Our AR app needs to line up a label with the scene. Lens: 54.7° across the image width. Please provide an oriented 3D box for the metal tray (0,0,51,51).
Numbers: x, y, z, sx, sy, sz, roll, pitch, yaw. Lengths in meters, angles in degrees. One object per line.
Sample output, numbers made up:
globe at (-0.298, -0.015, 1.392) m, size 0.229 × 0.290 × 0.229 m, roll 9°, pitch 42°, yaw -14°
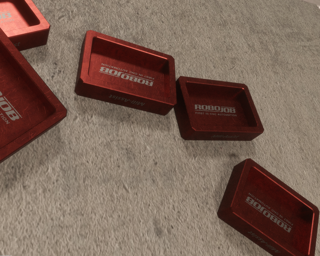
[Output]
metal tray at (-0.211, -0.127, 0.364) m, size 0.131 × 0.030 × 0.090 m, roll -30°, pitch 79°, yaw -38°

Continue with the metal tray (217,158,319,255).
metal tray at (0.148, 0.113, 0.413) m, size 0.130 × 0.030 × 0.090 m, roll 36°, pitch 51°, yaw -5°

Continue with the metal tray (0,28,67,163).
metal tray at (-0.171, -0.038, 0.310) m, size 0.130 × 0.030 × 0.090 m, roll 53°, pitch 53°, yaw -9°

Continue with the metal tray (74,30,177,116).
metal tray at (-0.043, -0.074, 0.423) m, size 0.131 × 0.030 × 0.090 m, roll 12°, pitch 56°, yaw -22°

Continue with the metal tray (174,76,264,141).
metal tray at (0.086, -0.027, 0.465) m, size 0.131 × 0.030 × 0.090 m, roll 2°, pitch 61°, yaw -28°
